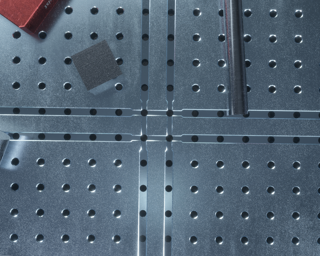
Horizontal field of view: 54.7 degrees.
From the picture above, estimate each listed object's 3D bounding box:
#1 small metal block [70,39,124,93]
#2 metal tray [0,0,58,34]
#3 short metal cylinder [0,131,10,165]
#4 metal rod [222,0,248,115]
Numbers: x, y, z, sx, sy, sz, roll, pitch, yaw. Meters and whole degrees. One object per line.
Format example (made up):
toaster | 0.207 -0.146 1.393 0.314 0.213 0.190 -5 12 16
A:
small metal block | -0.082 -0.081 0.413 0.050 0.025 0.050 -26 90 0
metal tray | -0.175 -0.204 0.409 0.090 0.030 0.130 36 90 0
short metal cylinder | -0.237 0.024 0.384 0.080 0.080 0.050 21 90 0
metal rod | 0.097 -0.167 0.413 0.025 0.025 0.298 -3 90 0
